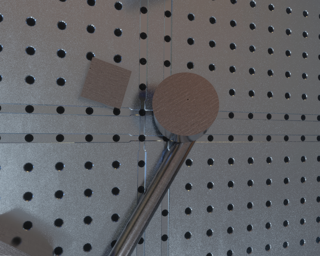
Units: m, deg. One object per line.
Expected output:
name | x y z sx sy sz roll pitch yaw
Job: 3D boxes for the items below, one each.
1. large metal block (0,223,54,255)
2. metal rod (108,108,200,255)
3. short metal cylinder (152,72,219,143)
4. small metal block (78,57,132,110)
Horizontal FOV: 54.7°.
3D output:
large metal block | -0.174 0.159 0.336 0.080 0.050 0.080 36 78 -17
metal rod | -0.010 0.093 0.410 0.025 0.025 0.300 34 79 -17
short metal cylinder | 0.031 -0.024 0.397 0.081 0.050 0.080 0 78 0
small metal block | -0.069 -0.054 0.388 0.050 0.025 0.050 18 84 -20
